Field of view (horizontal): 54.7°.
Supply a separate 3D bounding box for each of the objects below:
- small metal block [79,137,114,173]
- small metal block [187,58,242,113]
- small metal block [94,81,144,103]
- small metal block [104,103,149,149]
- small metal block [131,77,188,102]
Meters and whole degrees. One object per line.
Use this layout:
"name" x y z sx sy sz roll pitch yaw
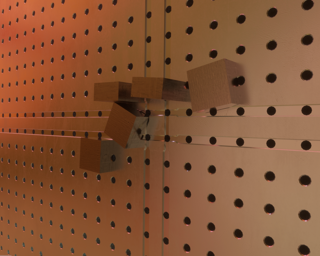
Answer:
"small metal block" -0.101 0.042 0.490 0.050 0.025 0.050 5 94 39
"small metal block" 0.062 -0.047 0.357 0.050 0.025 0.050 -12 82 39
"small metal block" -0.057 -0.049 0.438 0.050 0.050 0.025 3 92 39
"small metal block" -0.050 -0.004 0.448 0.050 0.025 0.050 33 110 35
"small metal block" 0.000 -0.049 0.392 0.050 0.050 0.025 9 96 39
